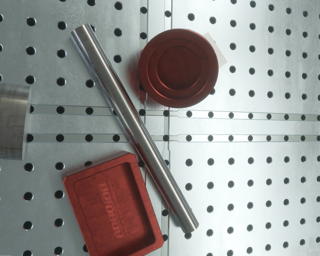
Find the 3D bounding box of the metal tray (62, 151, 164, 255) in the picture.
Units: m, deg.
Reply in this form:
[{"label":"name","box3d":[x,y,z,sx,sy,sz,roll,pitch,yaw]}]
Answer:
[{"label":"metal tray","box3d":[-0.058,0.104,0.389,0.091,0.030,0.129,-20,97,-19]}]

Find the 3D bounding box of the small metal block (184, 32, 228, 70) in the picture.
[{"label":"small metal block","box3d":[0.058,-0.097,0.435,0.050,0.025,0.050,-40,103,-16]}]

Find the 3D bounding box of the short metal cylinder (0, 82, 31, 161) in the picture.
[{"label":"short metal cylinder","box3d":[-0.166,-0.007,0.322,0.050,0.080,0.080,6,88,-20]}]

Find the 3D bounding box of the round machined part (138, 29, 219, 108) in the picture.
[{"label":"round machined part","box3d":[0.025,-0.078,0.398,0.099,0.042,0.097,2,111,6]}]

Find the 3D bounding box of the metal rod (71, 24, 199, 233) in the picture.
[{"label":"metal rod","box3d":[-0.027,0.009,0.403,0.025,0.025,0.299,-32,101,-17]}]
